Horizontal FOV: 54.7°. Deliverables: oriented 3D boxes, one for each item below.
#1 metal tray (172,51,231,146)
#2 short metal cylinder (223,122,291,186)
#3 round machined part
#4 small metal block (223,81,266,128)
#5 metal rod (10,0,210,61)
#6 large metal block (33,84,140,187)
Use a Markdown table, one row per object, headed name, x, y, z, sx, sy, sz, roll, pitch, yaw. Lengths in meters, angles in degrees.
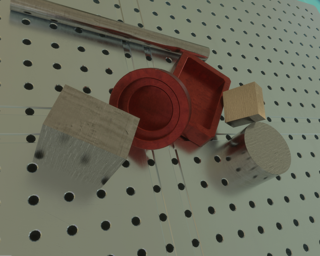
| name | x | y | z | sx | sy | sz | roll | pitch | yaw |
| --- | --- | --- | --- | --- | --- | --- | --- | --- | --- |
| metal tray | 0.050 | -0.047 | 0.462 | 0.090 | 0.030 | 0.130 | 31 | 51 | -9 |
| short metal cylinder | 0.139 | 0.038 | 0.446 | 0.081 | 0.050 | 0.080 | 14 | 56 | -21 |
| round machined part | -0.009 | -0.025 | 0.384 | 0.098 | 0.098 | 0.042 | 44 | 18 | 1 |
| small metal block | 0.121 | -0.033 | 0.448 | 0.025 | 0.050 | 0.050 | 25 | 58 | -45 |
| metal rod | -0.058 | -0.147 | 0.467 | 0.302 | 0.025 | 0.025 | 9 | 58 | -24 |
| large metal block | -0.078 | 0.012 | 0.324 | 0.080 | 0.080 | 0.050 | 25 | 53 | -14 |
